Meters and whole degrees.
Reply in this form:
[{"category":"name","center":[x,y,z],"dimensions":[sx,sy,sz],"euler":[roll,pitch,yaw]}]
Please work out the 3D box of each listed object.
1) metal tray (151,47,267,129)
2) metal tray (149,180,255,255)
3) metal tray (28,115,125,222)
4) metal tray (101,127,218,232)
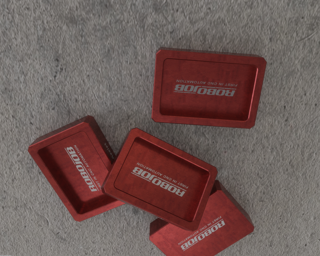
[{"category":"metal tray","center":[0.058,-0.050,0.389],"dimensions":[0.131,0.030,0.089],"euler":[4,110,-2]},{"category":"metal tray","center":[0.060,0.148,0.462],"dimensions":[0.130,0.030,0.090],"euler":[-38,106,12]},{"category":"metal tray","center":[-0.105,0.058,0.427],"dimensions":[0.090,0.030,0.129],"euler":[-24,109,8]},{"category":"metal tray","center":[0.001,0.068,0.406],"dimensions":[0.131,0.030,0.090],"euler":[27,71,-10]}]
